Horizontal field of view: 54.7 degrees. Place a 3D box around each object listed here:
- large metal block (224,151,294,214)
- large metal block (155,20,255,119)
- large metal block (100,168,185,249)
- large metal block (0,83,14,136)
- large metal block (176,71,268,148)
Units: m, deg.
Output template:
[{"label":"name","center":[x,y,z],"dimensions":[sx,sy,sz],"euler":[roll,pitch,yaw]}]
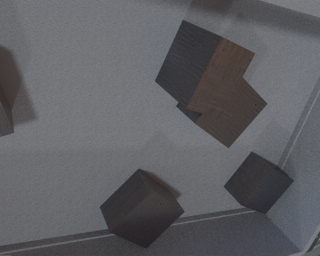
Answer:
[{"label":"large metal block","center":[0.175,0.099,0.549],"dimensions":[0.080,0.050,0.080],"euler":[27,103,-38]},{"label":"large metal block","center":[0.047,-0.069,0.356],"dimensions":[0.050,0.080,0.080],"euler":[13,112,-34]},{"label":"large metal block","center":[-0.025,0.119,0.452],"dimensions":[0.080,0.050,0.080],"euler":[-45,129,3]},{"label":"large metal block","center":[-0.187,-0.028,0.273],"dimensions":[0.081,0.050,0.079],"euler":[-19,126,-18]},{"label":"large metal block","center":[0.084,-0.031,0.419],"dimensions":[0.080,0.050,0.080],"euler":[33,100,-39]}]
